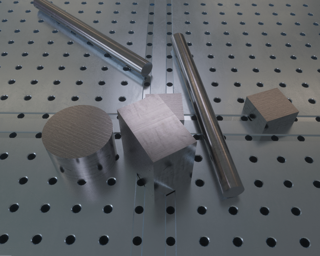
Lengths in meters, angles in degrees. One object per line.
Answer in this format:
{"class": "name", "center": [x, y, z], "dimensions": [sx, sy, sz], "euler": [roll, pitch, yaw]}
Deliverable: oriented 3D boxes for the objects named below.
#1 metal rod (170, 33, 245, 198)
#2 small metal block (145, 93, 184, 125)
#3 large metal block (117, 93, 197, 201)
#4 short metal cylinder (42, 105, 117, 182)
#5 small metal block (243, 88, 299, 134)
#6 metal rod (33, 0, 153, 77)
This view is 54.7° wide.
{"class": "metal rod", "center": [0.057, -0.041, 0.442], "dimensions": [0.025, 0.025, 0.300], "euler": [-8, 50, -7]}
{"class": "small metal block", "center": [0.006, -0.021, 0.425], "dimensions": [0.050, 0.025, 0.050], "euler": [-2, 50, -2]}
{"class": "large metal block", "center": [-0.005, 0.022, 0.353], "dimensions": [0.050, 0.080, 0.080], "euler": [-24, 54, -19]}
{"class": "short metal cylinder", "center": [-0.095, 0.018, 0.376], "dimensions": [0.081, 0.050, 0.080], "euler": [0, 50, 0]}
{"class": "small metal block", "center": [0.153, -0.025, 0.430], "dimensions": [0.050, 0.025, 0.050], "euler": [-16, 52, -14]}
{"class": "metal rod", "center": [-0.130, -0.170, 0.549], "dimensions": [0.300, 0.025, 0.025], "euler": [36, 59, 26]}
